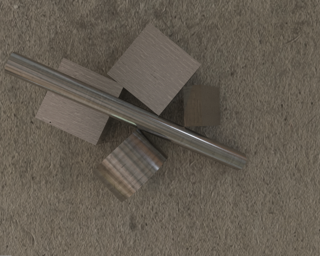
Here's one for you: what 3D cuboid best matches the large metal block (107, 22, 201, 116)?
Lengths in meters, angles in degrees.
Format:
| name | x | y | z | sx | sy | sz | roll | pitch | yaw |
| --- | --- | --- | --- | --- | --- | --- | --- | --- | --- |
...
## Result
| name | x | y | z | sx | sy | sz | roll | pitch | yaw |
| --- | --- | --- | --- | --- | --- | --- | --- | --- | --- |
| large metal block | -0.007 | -0.071 | 0.396 | 0.080 | 0.050 | 0.080 | 39 | 90 | 0 |

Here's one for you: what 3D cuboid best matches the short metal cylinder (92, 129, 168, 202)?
| name | x | y | z | sx | sy | sz | roll | pitch | yaw |
| --- | --- | --- | --- | --- | --- | --- | --- | --- | --- |
| short metal cylinder | -0.036 | 0.045 | 0.383 | 0.080 | 0.080 | 0.050 | -44 | 90 | 0 |

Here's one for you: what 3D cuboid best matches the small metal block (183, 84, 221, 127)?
| name | x | y | z | sx | sy | sz | roll | pitch | yaw |
| --- | --- | --- | --- | --- | --- | --- | --- | --- | --- |
| small metal block | 0.054 | -0.028 | 0.397 | 0.025 | 0.050 | 0.050 | -2 | 90 | 36 |

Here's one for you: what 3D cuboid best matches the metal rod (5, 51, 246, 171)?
| name | x | y | z | sx | sy | sz | roll | pitch | yaw |
| --- | --- | --- | --- | --- | --- | --- | --- | --- | --- |
| metal rod | -0.026 | -0.012 | 0.370 | 0.302 | 0.025 | 0.025 | 23 | 90 | -17 |

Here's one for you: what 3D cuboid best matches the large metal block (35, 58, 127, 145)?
| name | x | y | z | sx | sy | sz | roll | pitch | yaw |
| --- | --- | --- | --- | --- | --- | --- | --- | --- | --- |
| large metal block | -0.097 | -0.032 | 0.398 | 0.080 | 0.050 | 0.080 | 25 | 90 | 0 |
